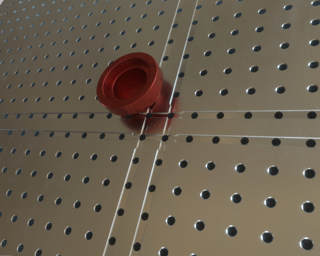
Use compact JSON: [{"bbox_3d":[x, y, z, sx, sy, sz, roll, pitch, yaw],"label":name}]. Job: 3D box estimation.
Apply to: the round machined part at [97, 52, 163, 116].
[{"bbox_3d":[-0.040,-0.060,0.453,0.098,0.042,0.098,-13,56,20],"label":"round machined part"}]
